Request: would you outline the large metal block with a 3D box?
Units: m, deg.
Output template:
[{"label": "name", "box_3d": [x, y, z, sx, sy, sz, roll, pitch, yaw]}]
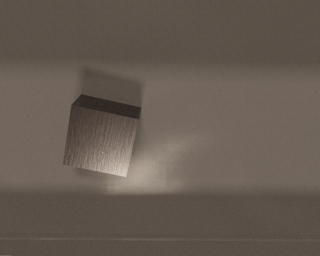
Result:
[{"label": "large metal block", "box_3d": [-0.073, 0.009, 0.400, 0.081, 0.050, 0.079, 12, 110, -5]}]
